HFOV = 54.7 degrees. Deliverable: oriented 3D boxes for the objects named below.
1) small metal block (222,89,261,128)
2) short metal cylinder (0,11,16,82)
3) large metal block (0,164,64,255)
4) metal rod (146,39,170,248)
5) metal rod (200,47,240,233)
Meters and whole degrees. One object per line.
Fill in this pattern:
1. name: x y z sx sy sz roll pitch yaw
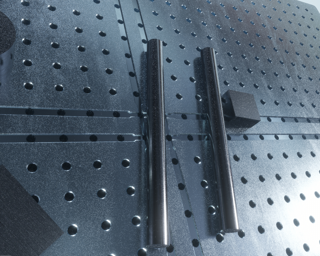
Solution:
1. small metal block: 0.129 -0.031 0.499 0.050 0.025 0.050 8 58 -25
2. short metal cylinder: -0.204 -0.091 0.338 0.081 0.050 0.080 14 56 -21
3. large metal block: -0.143 0.092 0.259 0.080 0.050 0.080 47 51 4
4. metal rod: -0.005 -0.002 0.407 0.025 0.025 0.299 13 56 -22
5. metal rod: 0.084 -0.002 0.456 0.025 0.025 0.299 13 56 -22
